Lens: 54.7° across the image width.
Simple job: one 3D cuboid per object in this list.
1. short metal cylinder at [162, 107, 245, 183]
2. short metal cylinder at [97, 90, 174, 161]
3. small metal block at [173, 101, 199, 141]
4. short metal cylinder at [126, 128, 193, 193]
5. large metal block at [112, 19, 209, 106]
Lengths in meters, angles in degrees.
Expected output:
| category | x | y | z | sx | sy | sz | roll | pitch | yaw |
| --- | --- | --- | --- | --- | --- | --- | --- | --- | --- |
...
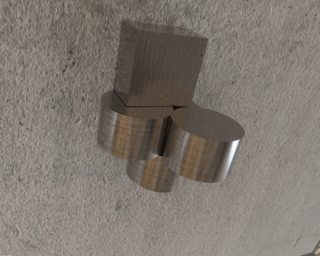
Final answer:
| category | x | y | z | sx | sy | sz | roll | pitch | yaw |
| --- | --- | --- | --- | --- | --- | --- | --- | --- | --- |
| short metal cylinder | 0.047 | 0.016 | 0.344 | 0.081 | 0.080 | 0.050 | -2 | 120 | -28 |
| short metal cylinder | -0.029 | -0.006 | 0.354 | 0.081 | 0.080 | 0.050 | -2 | 120 | -28 |
| small metal block | 0.022 | -0.015 | 0.398 | 0.025 | 0.050 | 0.050 | 1 | 118 | -29 |
| short metal cylinder | 0.001 | 0.037 | 0.397 | 0.081 | 0.080 | 0.050 | -1 | 119 | -28 |
| large metal block | -0.002 | -0.071 | 0.348 | 0.081 | 0.050 | 0.079 | -2 | 119 | -28 |
